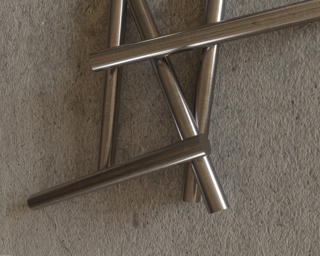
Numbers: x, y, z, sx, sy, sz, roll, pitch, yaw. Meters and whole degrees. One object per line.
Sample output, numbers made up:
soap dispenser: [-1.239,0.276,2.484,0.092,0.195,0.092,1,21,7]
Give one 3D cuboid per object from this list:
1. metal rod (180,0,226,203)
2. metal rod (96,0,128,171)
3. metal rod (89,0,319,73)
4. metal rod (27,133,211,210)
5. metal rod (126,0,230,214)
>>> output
metal rod: [0.056,-0.056,0.388,0.025,0.025,0.298,8,93,20]
metal rod: [-0.065,-0.079,0.431,0.025,0.025,0.298,5,92,20]
metal rod: [0.063,-0.109,0.360,0.301,0.025,0.025,-11,86,9]
metal rod: [-0.072,0.066,0.403,0.300,0.025,0.025,-22,83,30]
metal rod: [0.016,-0.044,0.383,0.025,0.025,0.299,-25,74,18]
